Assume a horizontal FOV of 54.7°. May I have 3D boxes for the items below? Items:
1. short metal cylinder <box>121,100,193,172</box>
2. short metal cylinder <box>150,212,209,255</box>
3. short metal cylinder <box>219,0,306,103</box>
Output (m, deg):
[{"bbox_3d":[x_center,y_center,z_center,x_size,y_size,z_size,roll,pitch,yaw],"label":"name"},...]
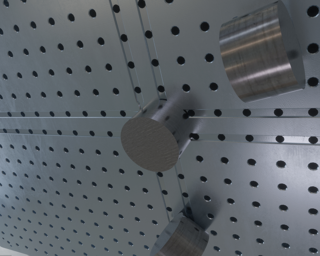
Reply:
[{"bbox_3d":[-0.003,0.010,0.403,0.080,0.050,0.079,13,124,21],"label":"short metal cylinder"},{"bbox_3d":[0.029,0.176,0.469,0.050,0.080,0.080,39,129,2],"label":"short metal cylinder"},{"bbox_3d":[0.095,-0.068,0.284,0.050,0.080,0.080,-14,111,34],"label":"short metal cylinder"}]
